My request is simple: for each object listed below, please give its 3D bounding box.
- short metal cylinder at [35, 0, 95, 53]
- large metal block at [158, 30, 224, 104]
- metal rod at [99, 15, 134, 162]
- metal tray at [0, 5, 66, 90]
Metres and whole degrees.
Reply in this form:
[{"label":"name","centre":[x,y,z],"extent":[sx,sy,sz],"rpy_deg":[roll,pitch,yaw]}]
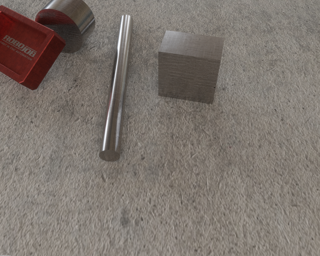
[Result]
[{"label":"short metal cylinder","centre":[-0.154,-0.171,0.509],"extent":[0.080,0.080,0.050],"rpy_deg":[12,51,10]},{"label":"large metal block","centre":[0.043,-0.085,0.440],"extent":[0.080,0.080,0.050],"rpy_deg":[10,51,8]},{"label":"metal rod","centre":[-0.061,-0.081,0.470],"extent":[0.025,0.025,0.300],"rpy_deg":[0,50,0]},{"label":"metal tray","centre":[-0.220,-0.125,0.475],"extent":[0.130,0.030,0.090],"rpy_deg":[30,85,22]}]
